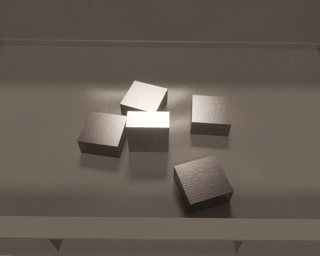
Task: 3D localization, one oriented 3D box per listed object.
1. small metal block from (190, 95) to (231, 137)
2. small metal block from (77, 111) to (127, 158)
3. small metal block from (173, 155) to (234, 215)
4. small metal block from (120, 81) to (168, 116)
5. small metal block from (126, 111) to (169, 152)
[{"bbox_3d":[0.068,-0.017,0.420,0.050,0.025,0.050,4,50,3],"label":"small metal block"},{"bbox_3d":[-0.071,0.008,0.397,0.050,0.025,0.050,8,50,6],"label":"small metal block"},{"bbox_3d":[0.048,0.064,0.352,0.050,0.025,0.050,-14,52,-12],"label":"small metal block"},{"bbox_3d":[-0.021,-0.036,0.435,0.050,0.025,0.050,16,52,12],"label":"small metal block"},{"bbox_3d":[-0.014,0.006,0.384,0.050,0.050,0.025,1,50,0],"label":"small metal block"}]
